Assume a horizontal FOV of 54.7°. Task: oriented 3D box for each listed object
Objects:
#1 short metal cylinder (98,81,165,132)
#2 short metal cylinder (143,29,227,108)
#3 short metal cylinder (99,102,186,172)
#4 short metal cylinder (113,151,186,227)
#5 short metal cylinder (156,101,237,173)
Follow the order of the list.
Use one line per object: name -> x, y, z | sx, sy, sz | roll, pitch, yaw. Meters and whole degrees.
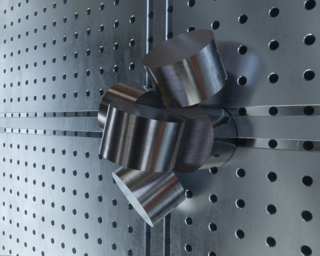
short metal cylinder -> -0.032, -0.016, 0.400 | 0.050, 0.081, 0.079 | 24, 105, 37
short metal cylinder -> 0.028, -0.066, 0.341 | 0.080, 0.080, 0.050 | 3, 132, 40
short metal cylinder -> -0.018, 0.007, 0.322 | 0.080, 0.081, 0.050 | 22, 104, 38
short metal cylinder -> -0.014, 0.072, 0.377 | 0.080, 0.050, 0.080 | 46, 160, 23
short metal cylinder -> 0.040, 0.010, 0.359 | 0.080, 0.050, 0.080 | -1, 88, 40
